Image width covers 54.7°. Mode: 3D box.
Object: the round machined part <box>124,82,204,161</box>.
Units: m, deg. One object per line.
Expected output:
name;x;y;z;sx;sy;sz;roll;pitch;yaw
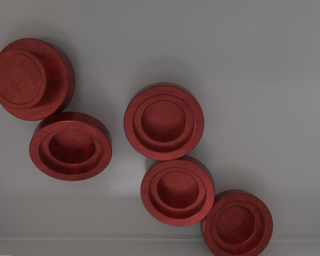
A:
round machined part;0.005;-0.011;0.397;0.099;0.042;0.097;0;109;0

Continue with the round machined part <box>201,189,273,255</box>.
round machined part;0.105;0.136;0.443;0.099;0.042;0.097;0;93;-6

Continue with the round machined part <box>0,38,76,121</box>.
round machined part;-0.155;-0.057;0.366;0.098;0.042;0.097;1;97;9

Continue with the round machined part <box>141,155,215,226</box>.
round machined part;0.026;0.081;0.427;0.098;0.042;0.097;2;106;8

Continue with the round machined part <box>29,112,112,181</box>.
round machined part;-0.112;0.019;0.399;0.099;0.042;0.097;-5;127;-7
